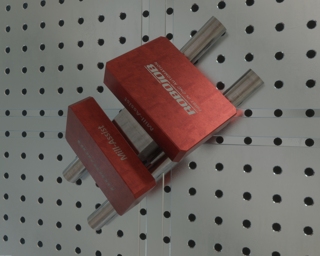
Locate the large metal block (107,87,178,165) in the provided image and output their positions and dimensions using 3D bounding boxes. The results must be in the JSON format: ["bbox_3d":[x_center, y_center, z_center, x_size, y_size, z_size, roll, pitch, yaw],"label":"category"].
[{"bbox_3d":[-0.013,-0.002,0.386,0.080,0.080,0.050,-44,77,14],"label":"large metal block"}]

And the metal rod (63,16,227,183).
[{"bbox_3d":[-0.030,-0.030,0.422,0.299,0.025,0.025,-44,77,14],"label":"metal rod"}]

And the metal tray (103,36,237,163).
[{"bbox_3d":[0.010,-0.037,0.350,0.091,0.030,0.130,-34,75,-29],"label":"metal tray"}]

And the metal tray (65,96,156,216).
[{"bbox_3d":[-0.066,0.037,0.377,0.130,0.030,0.090,52,149,12],"label":"metal tray"}]

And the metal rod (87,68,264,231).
[{"bbox_3d":[0.011,0.037,0.408,0.299,0.025,0.025,-43,77,14],"label":"metal rod"}]
